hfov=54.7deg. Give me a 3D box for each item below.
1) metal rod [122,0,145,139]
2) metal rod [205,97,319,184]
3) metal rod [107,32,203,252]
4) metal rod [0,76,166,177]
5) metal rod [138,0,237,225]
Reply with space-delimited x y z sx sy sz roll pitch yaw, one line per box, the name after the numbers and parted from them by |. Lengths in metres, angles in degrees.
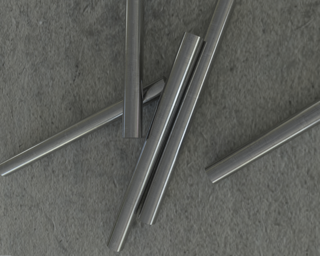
-0.033 -0.136 0.402 0.025 0.025 0.298 -2 83 19 | metal rod
0.182 -0.022 0.344 0.300 0.025 0.025 -34 79 16 | metal rod
-0.011 0.026 0.400 0.025 0.025 0.298 24 102 18 | metal rod
-0.119 0.004 0.449 0.300 0.025 0.025 -25 82 17 | metal rod
0.032 -0.017 0.396 0.025 0.025 0.298 22 97 18 | metal rod
